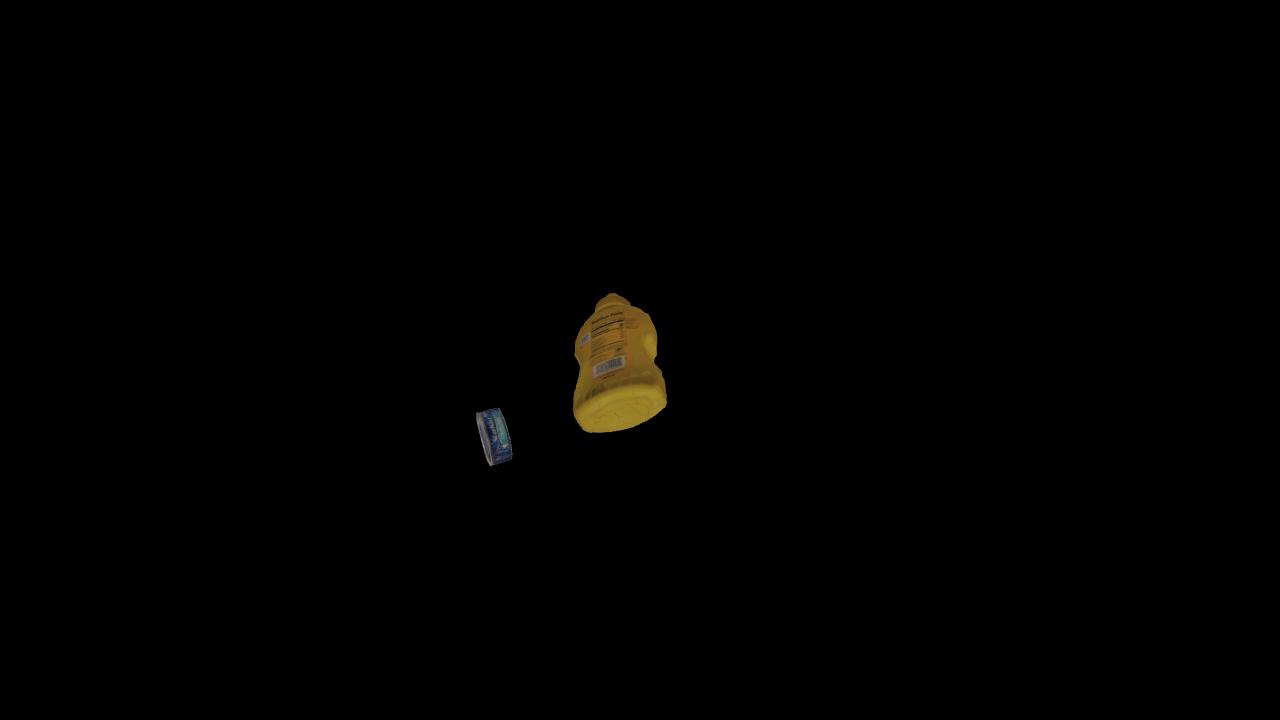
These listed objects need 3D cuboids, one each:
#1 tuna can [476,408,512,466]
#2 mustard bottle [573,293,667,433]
[{"bbox_3d":[-0.219,0.115,0.927,0.034,0.084,0.084,-14,5,-21],"label":"tuna can"},{"bbox_3d":[-0.025,-0.012,0.640,0.092,0.184,0.054,-24,-51,14],"label":"mustard bottle"}]
